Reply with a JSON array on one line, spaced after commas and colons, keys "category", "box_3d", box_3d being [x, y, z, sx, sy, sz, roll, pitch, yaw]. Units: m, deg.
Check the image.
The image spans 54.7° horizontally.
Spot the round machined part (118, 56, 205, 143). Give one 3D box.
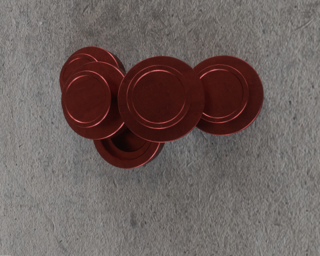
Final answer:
[{"category": "round machined part", "box_3d": [0.001, -0.033, 0.345, 0.099, 0.042, 0.097, 0, 89, 6]}]

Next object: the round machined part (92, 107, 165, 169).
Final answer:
[{"category": "round machined part", "box_3d": [-0.037, 0.003, 0.413, 0.098, 0.042, 0.097, 0, 90, 19]}]

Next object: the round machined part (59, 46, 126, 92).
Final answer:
[{"category": "round machined part", "box_3d": [-0.100, -0.066, 0.434, 0.098, 0.042, 0.097, 0, 90, 19]}]

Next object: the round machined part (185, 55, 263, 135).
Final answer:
[{"category": "round machined part", "box_3d": [0.073, -0.040, 0.374, 0.098, 0.042, 0.097, 0, 90, 19]}]

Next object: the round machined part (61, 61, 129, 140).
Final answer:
[{"category": "round machined part", "box_3d": [-0.081, -0.034, 0.384, 0.098, 0.042, 0.097, 0, 90, 19]}]
